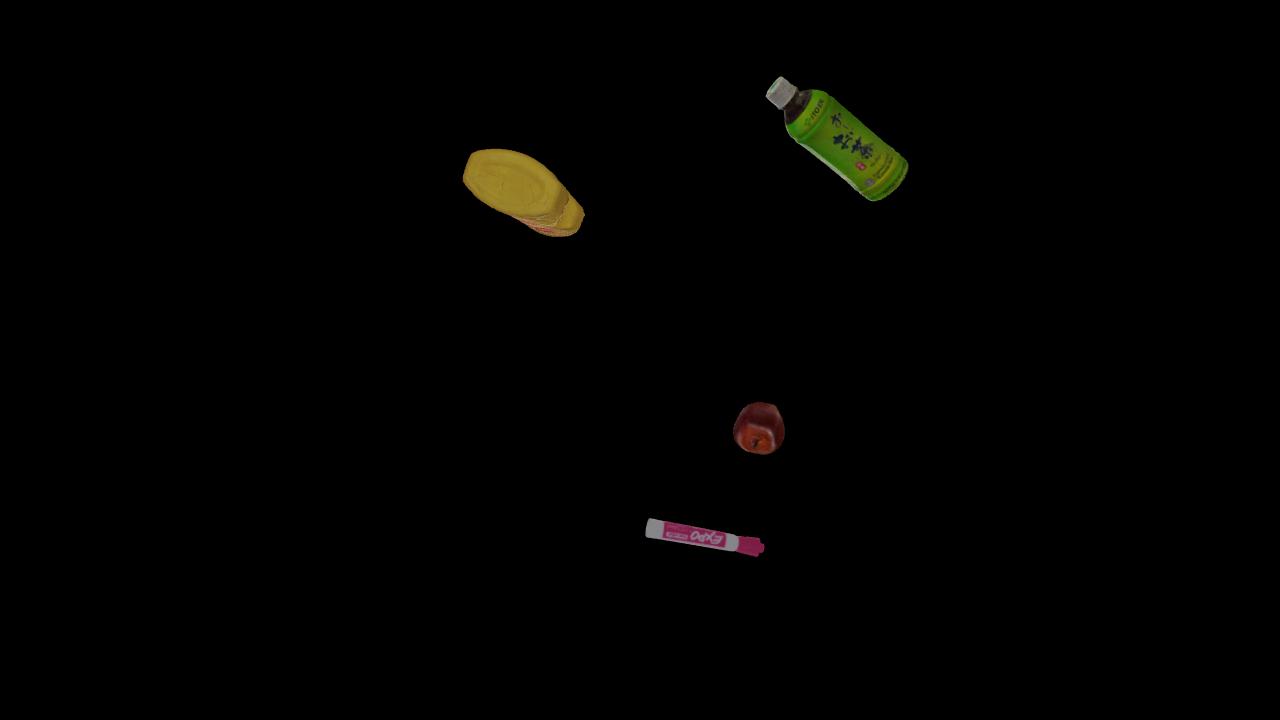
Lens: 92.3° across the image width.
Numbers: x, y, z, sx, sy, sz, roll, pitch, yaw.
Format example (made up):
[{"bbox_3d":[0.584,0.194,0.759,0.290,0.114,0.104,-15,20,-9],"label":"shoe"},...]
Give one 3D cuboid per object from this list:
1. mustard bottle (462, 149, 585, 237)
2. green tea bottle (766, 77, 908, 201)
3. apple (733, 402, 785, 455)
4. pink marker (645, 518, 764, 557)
[{"bbox_3d":[-0.102,-0.158,0.621,0.092,0.054,0.184,15,4,5],"label":"mustard bottle"},{"bbox_3d":[0.254,-0.293,0.809,0.212,0.073,0.073,29,-9,-18],"label":"green tea bottle"},{"bbox_3d":[0.183,0.104,0.944,0.079,0.079,0.093,0,29,21],"label":"apple"},{"bbox_3d":[0.066,0.179,0.618,0.121,0.020,0.020,12,-1,-6],"label":"pink marker"}]
